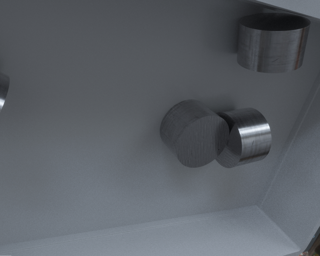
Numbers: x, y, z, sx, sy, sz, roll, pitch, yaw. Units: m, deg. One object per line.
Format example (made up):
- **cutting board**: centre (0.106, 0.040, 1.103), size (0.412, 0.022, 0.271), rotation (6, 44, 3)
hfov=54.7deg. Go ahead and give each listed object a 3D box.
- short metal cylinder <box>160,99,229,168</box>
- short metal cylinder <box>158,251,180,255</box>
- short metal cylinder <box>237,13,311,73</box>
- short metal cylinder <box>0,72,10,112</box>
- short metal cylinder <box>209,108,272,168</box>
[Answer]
- **short metal cylinder**: centre (0.047, 0.007, 0.425), size (0.081, 0.050, 0.079), rotation (-14, 125, -21)
- **short metal cylinder**: centre (0.015, 0.280, 0.579), size (0.081, 0.050, 0.079), rotation (-14, 124, -21)
- **short metal cylinder**: centre (0.138, -0.107, 0.384), size (0.081, 0.080, 0.050), rotation (-17, 126, -19)
- **short metal cylinder**: centre (-0.174, -0.021, 0.265), size (0.050, 0.080, 0.080), rotation (28, 103, -38)
- **short metal cylinder**: centre (0.112, 0.013, 0.445), size (0.050, 0.080, 0.079), rotation (-10, 123, -24)
